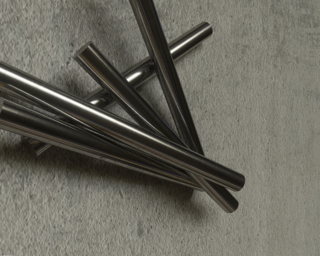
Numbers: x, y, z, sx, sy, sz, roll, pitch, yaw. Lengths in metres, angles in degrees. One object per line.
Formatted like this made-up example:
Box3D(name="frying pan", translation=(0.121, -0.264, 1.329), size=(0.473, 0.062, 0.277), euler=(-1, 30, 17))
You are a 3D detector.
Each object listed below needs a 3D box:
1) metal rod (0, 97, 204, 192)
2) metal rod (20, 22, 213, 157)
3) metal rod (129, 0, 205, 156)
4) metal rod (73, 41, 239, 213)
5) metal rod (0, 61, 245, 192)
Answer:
Box3D(name="metal rod", translation=(-0.035, 0.034, 0.354), size=(0.301, 0.025, 0.025), euler=(26, 74, -44))
Box3D(name="metal rod", translation=(-0.029, -0.064, 0.379), size=(0.302, 0.025, 0.025), euler=(-40, 115, -33))
Box3D(name="metal rod", translation=(0.009, -0.065, 0.381), size=(0.025, 0.025, 0.299), euler=(-42, 125, -32))
Box3D(name="metal rod", translation=(0.013, 0.018, 0.379), size=(0.300, 0.025, 0.025), euler=(47, 62, -29))
Box3D(name="metal rod", translation=(-0.022, 0.011, 0.336), size=(0.302, 0.025, 0.025), euler=(26, 74, -26))
